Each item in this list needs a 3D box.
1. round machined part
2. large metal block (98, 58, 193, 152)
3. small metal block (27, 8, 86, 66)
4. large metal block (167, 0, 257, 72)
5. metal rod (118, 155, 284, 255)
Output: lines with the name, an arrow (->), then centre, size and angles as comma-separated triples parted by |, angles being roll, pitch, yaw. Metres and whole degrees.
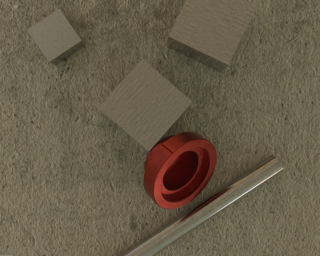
round machined part -> 0.020, 0.048, 0.384 | 0.098, 0.098, 0.042 | -54, 46, 0
large metal block -> -0.017, -0.028, 0.397 | 0.080, 0.050, 0.080 | 41, 90, 0
small metal block -> -0.135, -0.119, 0.409 | 0.050, 0.025, 0.050 | -34, 90, 0
large metal block -> 0.064, -0.129, 0.398 | 0.080, 0.050, 0.080 | 26, 90, 0
metal rod -> 0.030, 0.128, 0.410 | 0.301, 0.025, 0.025 | -33, 90, 0
